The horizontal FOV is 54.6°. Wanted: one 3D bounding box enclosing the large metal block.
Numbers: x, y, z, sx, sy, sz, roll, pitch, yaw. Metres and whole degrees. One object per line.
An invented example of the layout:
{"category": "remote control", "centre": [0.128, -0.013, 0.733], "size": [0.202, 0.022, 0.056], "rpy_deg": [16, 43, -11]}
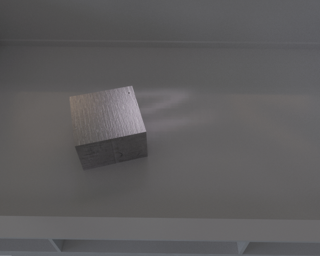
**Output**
{"category": "large metal block", "centre": [-0.065, -0.002, 0.390], "size": [0.081, 0.050, 0.080], "rpy_deg": [-12, 51, -10]}
